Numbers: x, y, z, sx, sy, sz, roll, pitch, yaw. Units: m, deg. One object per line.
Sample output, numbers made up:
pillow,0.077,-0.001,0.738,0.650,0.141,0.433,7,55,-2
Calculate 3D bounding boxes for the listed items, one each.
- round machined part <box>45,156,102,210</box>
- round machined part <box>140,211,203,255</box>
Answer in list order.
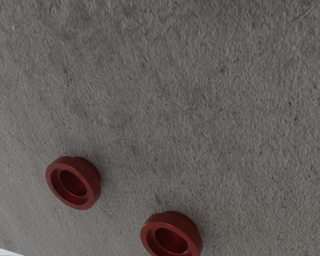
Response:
round machined part,-0.140,0.088,0.524,0.098,0.042,0.097,13,124,21
round machined part,0.022,0.171,0.490,0.098,0.042,0.097,13,124,21
